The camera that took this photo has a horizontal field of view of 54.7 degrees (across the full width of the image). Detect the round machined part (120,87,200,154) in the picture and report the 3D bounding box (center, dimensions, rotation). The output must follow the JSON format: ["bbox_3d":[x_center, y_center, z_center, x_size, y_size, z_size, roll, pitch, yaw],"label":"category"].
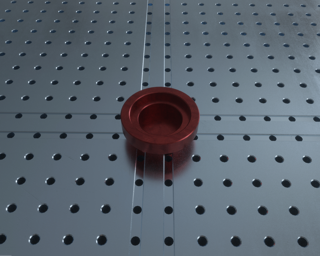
[{"bbox_3d":[0.000,-0.005,0.401,0.099,0.042,0.098,0,50,0],"label":"round machined part"}]
